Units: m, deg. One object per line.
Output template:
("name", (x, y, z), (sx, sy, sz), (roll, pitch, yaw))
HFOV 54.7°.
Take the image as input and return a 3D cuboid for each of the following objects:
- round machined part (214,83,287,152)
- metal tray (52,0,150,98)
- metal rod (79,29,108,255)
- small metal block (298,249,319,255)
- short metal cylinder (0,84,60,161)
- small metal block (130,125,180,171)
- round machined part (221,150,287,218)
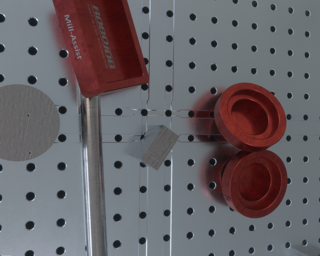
("round machined part", (0.122, -0.012, 0.436), (0.099, 0.042, 0.098), (6, 64, -12))
("metal tray", (-0.066, -0.107, 0.361), (0.091, 0.030, 0.129), (-24, 100, -53))
("metal rod", (-0.083, 0.031, 0.381), (0.025, 0.025, 0.298), (-3, 91, -20))
("small metal block", (0.254, 0.229, 0.507), (0.050, 0.025, 0.050), (5, 88, -20))
("short metal cylinder", (-0.154, -0.006, 0.342), (0.081, 0.050, 0.080), (0, 90, -20))
("small metal block", (-0.008, 0.024, 0.396), (0.025, 0.050, 0.050), (37, 78, -17))
("round machined part", (0.131, 0.076, 0.449), (0.099, 0.042, 0.097), (-2, 95, -21))
